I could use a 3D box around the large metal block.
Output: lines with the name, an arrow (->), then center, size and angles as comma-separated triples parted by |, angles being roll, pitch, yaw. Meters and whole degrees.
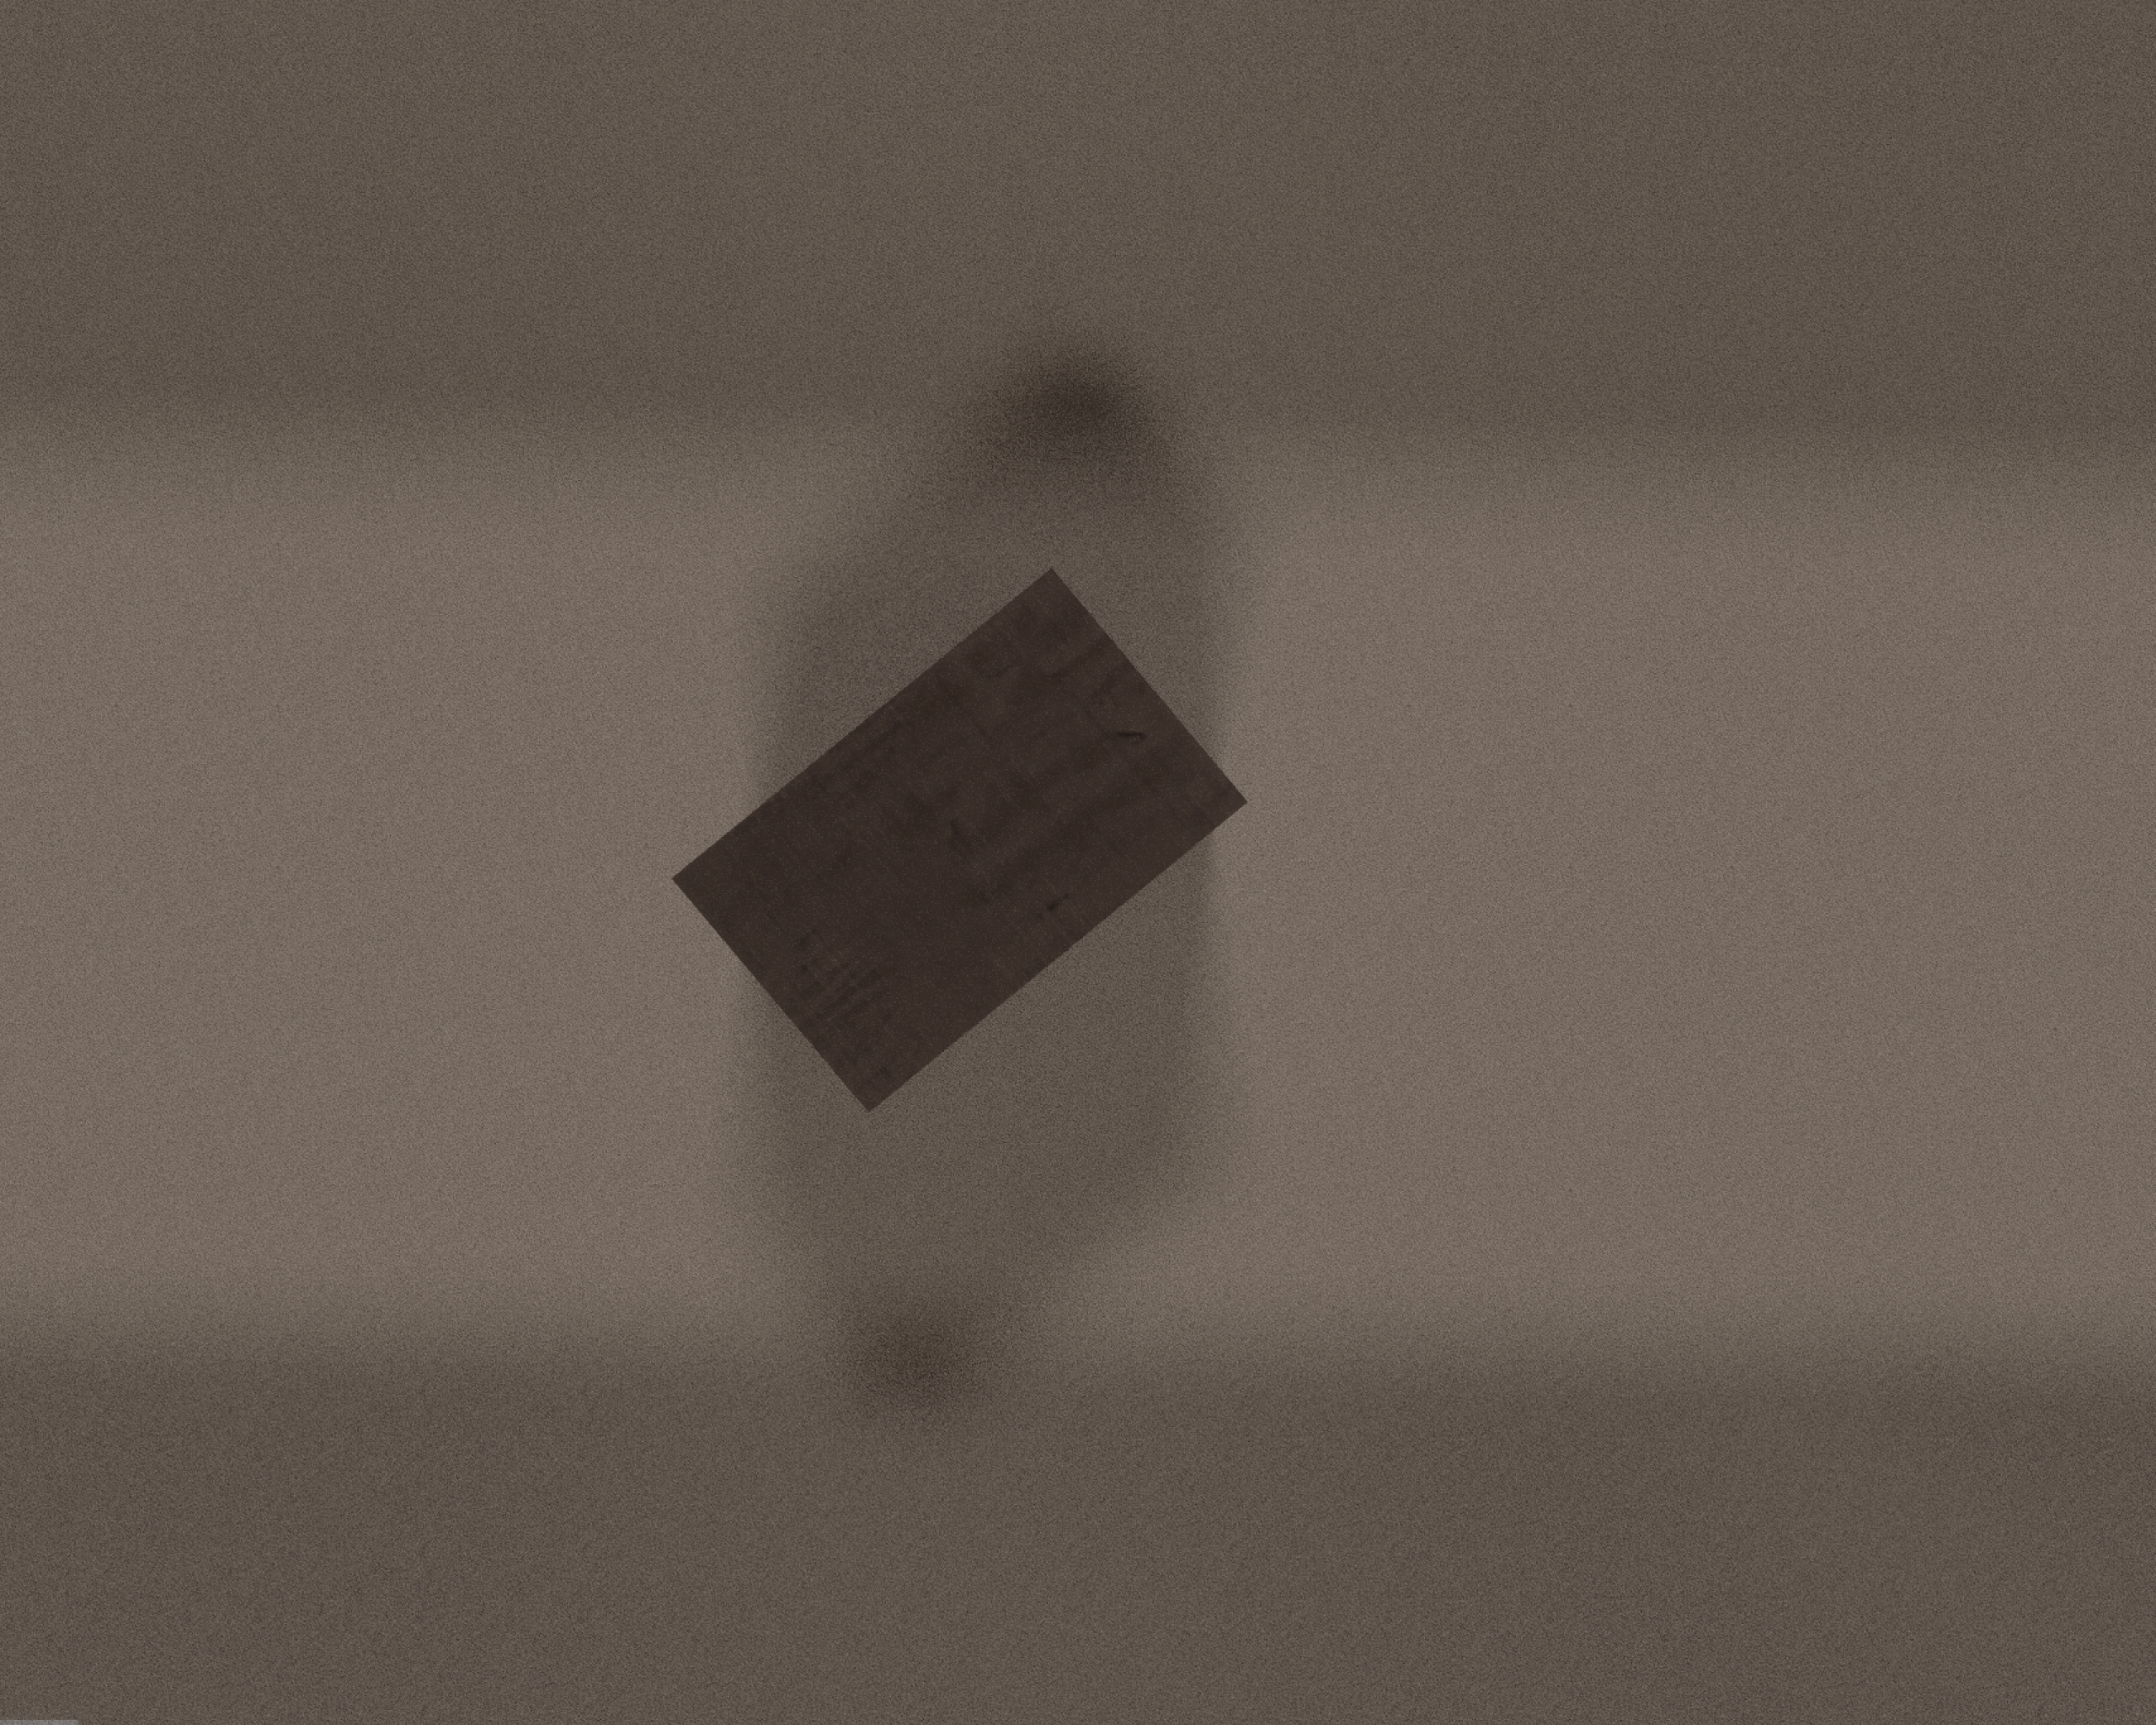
large metal block -> -0.019, -0.004, 0.381 | 0.080, 0.080, 0.050 | -40, 90, 0
